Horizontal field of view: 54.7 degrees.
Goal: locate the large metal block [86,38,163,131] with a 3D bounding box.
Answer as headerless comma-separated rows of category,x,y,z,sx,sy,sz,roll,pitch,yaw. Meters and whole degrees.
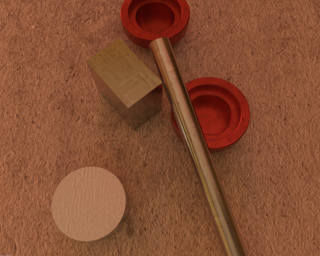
large metal block,-0.042,-0.052,0.398,0.050,0.080,0.080,-39,75,-13

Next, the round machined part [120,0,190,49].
round machined part,-0.007,-0.157,0.456,0.099,0.042,0.098,0,70,0

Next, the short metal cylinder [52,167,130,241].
short metal cylinder,-0.078,0.090,0.362,0.081,0.050,0.080,0,70,0

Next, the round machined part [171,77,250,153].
round machined part,0.063,-0.014,0.405,0.099,0.042,0.098,0,70,0

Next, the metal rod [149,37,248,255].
metal rod,0.049,0.039,0.356,0.025,0.025,0.299,-19,86,-7
